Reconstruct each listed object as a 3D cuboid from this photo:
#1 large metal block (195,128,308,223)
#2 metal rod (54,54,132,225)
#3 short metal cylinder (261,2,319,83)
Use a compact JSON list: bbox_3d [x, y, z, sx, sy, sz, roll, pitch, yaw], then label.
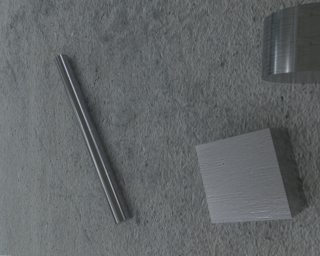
[{"bbox_3d":[0.091,0.048,0.313,0.080,0.050,0.080,-18,79,38],"label":"large metal block"},{"bbox_3d":[-0.112,0.006,0.494,0.025,0.025,0.299,-38,67,33],"label":"metal rod"},{"bbox_3d":[0.129,-0.067,0.262,0.080,0.081,0.050,3,92,39],"label":"short metal cylinder"}]
